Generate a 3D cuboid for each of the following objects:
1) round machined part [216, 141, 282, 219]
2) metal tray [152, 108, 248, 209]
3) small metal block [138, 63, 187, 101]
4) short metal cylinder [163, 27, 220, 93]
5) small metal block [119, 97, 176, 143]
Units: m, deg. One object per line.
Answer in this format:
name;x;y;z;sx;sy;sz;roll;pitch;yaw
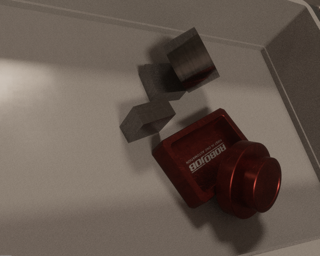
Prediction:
round machined part;0.117;0.066;0.387;0.099;0.042;0.097;-9;103;-43
metal tray;0.065;0.035;0.417;0.131;0.030;0.090;-28;77;-38
small metal block;0.004;-0.066;0.450;0.050;0.025;0.050;-10;67;-33
short metal cylinder;0.046;-0.098;0.450;0.080;0.050;0.080;58;14;-22
small metal block;-0.016;-0.009;0.388;0.050;0.050;0.025;-19;72;-36
